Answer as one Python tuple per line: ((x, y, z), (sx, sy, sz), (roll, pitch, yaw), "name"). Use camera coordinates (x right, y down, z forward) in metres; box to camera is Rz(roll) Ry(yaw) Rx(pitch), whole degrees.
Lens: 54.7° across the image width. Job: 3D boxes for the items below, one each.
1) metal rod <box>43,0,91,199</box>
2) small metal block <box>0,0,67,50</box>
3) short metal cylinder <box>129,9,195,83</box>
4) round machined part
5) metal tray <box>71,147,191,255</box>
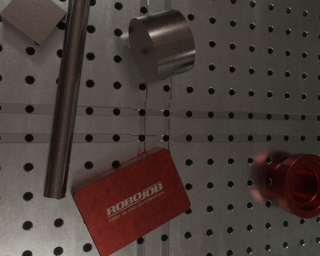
((-0.108, -0.067, 0.373), (0.025, 0.025, 0.298), (8, 87, -20), "metal rod")
((-0.145, -0.129, 0.359), (0.050, 0.025, 0.050), (38, 78, -17), "small metal block")
((0.001, -0.101, 0.384), (0.050, 0.080, 0.080), (-21, 98, -19), "short metal cylinder")
((0.219, 0.088, 0.487), (0.099, 0.042, 0.097), (0, 90, -21), "round machined part")
((-0.035, 0.091, 0.398), (0.131, 0.030, 0.090), (-25, 99, -19), "metal tray")
